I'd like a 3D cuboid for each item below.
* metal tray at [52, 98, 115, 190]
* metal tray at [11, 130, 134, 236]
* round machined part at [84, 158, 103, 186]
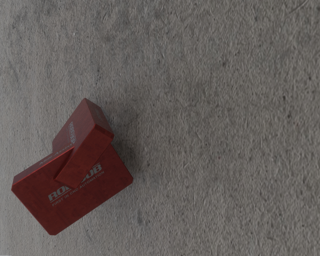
[{"bbox_3d":[-0.114,0.016,0.440,0.090,0.030,0.130,-53,28,5],"label":"metal tray"},{"bbox_3d":[-0.113,0.070,0.415,0.090,0.131,0.030,61,168,-21],"label":"metal tray"},{"bbox_3d":[-0.106,0.052,0.465,0.098,0.042,0.098,-39,42,47],"label":"round machined part"}]
